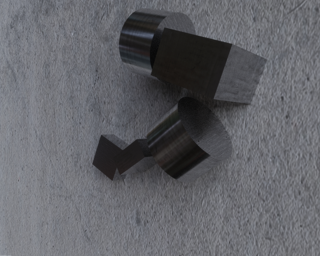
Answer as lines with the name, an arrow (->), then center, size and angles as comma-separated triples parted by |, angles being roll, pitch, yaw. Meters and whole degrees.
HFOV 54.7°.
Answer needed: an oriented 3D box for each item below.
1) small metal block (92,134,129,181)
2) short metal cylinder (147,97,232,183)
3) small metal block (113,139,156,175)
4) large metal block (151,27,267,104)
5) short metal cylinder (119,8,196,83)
small metal block -> -0.069, 0.043, 0.460 | 0.050, 0.025, 0.050 | 31, 109, 35
short metal cylinder -> 0.033, 0.013, 0.341 | 0.050, 0.081, 0.080 | -41, 65, 32
small metal block -> -0.024, 0.037, 0.406 | 0.050, 0.050, 0.025 | -38, 67, 33
large metal block -> 0.052, -0.064, 0.325 | 0.080, 0.081, 0.050 | 27, 107, 36
short metal cylinder -> -0.001, -0.098, 0.369 | 0.050, 0.081, 0.079 | 24, 105, 37
